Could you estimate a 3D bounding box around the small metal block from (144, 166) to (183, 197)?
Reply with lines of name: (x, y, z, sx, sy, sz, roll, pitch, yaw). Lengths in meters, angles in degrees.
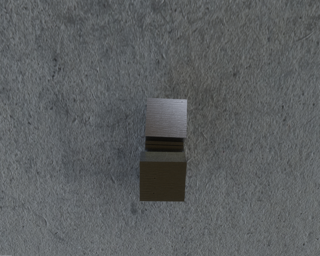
small metal block: (0.004, 0.074, 0.425, 0.050, 0.025, 0.050, 2, 151, -1)

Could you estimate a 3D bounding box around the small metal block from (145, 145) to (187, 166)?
small metal block: (0.005, 0.043, 0.386, 0.050, 0.050, 0.025, 2, 110, -1)

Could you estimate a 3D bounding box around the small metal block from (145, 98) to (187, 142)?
small metal block: (0.008, -0.010, 0.395, 0.050, 0.025, 0.050, 3, 74, -1)

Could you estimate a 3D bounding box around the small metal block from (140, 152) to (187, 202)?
small metal block: (0.003, 0.055, 0.351, 0.050, 0.025, 0.050, 1, 110, -1)

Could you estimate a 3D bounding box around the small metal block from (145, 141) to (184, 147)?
small metal block: (0.005, 0.029, 0.423, 0.050, 0.025, 0.050, 2, 110, -2)
